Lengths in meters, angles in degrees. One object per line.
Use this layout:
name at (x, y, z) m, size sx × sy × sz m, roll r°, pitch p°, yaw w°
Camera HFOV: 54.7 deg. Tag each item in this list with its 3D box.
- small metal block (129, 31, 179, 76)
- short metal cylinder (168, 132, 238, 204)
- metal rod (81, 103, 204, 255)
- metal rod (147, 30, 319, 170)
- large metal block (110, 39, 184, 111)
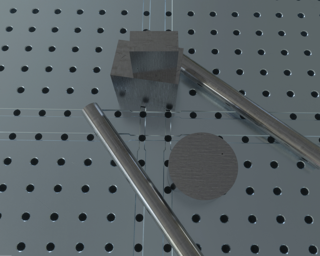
small metal block at (-0.006, -0.082, 0.343) m, size 0.050 × 0.050 × 0.025 m, roll 0°, pitch 70°, yaw -1°
short metal cylinder at (0.050, 0.051, 0.380) m, size 0.081 × 0.050 × 0.080 m, roll 0°, pitch 70°, yaw 0°
metal rod at (-0.009, 0.089, 0.379) m, size 0.025 × 0.025 × 0.299 m, roll -34°, pitch 74°, yaw -12°
metal rod at (0.094, -0.046, 0.429) m, size 0.300 × 0.025 × 0.025 m, roll 37°, pitch 74°, yaw 12°
large metal block at (-0.015, -0.066, 0.407) m, size 0.080 × 0.080 × 0.050 m, roll 8°, pitch 70°, yaw 3°
